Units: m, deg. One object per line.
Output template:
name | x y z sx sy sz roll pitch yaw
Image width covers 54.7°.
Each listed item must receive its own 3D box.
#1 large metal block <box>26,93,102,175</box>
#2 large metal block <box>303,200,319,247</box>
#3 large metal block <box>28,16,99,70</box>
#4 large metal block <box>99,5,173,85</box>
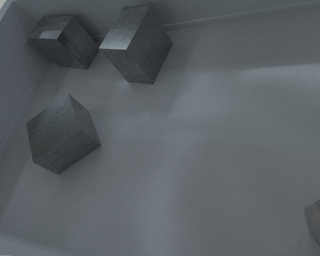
large metal block | -0.144 0.009 0.460 0.080 0.050 0.080 -34 51 5
large metal block | 0.157 0.093 0.231 0.050 0.080 0.080 -32 52 8
large metal block | -0.169 -0.152 0.553 0.080 0.080 0.050 13 69 33
large metal block | -0.032 -0.123 0.463 0.050 0.080 0.080 12 68 33
